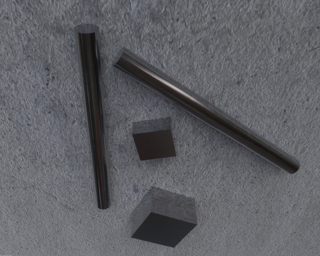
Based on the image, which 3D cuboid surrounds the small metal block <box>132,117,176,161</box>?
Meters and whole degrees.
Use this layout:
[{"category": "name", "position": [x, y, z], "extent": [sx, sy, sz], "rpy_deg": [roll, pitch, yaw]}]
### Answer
[{"category": "small metal block", "position": [-0.007, 0.015, 0.420], "extent": [0.050, 0.025, 0.050], "rpy_deg": [-8, 130, 6]}]

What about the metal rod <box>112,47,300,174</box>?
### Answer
[{"category": "metal rod", "position": [0.075, -0.011, 0.399], "extent": [0.301, 0.025, 0.025], "rpy_deg": [29, 124, -23]}]

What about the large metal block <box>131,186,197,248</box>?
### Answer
[{"category": "large metal block", "position": [0.005, 0.151, 0.519], "extent": [0.080, 0.050, 0.079], "rpy_deg": [20, 127, -17]}]

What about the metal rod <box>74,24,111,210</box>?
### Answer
[{"category": "metal rod", "position": [-0.084, 0.011, 0.415], "extent": [0.025, 0.025, 0.298], "rpy_deg": [2, 130, -3]}]
